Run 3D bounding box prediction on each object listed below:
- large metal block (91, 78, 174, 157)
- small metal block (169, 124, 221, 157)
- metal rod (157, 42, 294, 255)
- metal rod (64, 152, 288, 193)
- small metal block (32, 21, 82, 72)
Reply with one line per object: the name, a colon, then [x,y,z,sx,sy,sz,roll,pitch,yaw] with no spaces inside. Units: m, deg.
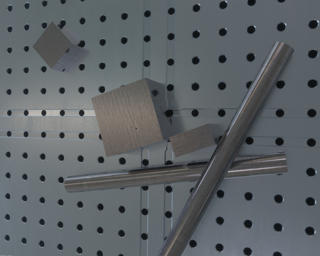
large metal block: [-0.034,-0.012,0.411,0.080,0.050,0.080,-18,84,19]
small metal block: [0.045,0.015,0.383,0.050,0.050,0.025,-20,83,19]
metal rod: [0.072,0.037,0.361,0.025,0.025,0.299,29,90,17]
metal rod: [0.007,0.062,0.410,0.301,0.025,0.025,-9,87,19]
small metal block: [-0.155,-0.122,0.467,0.050,0.025,0.050,-45,76,14]
